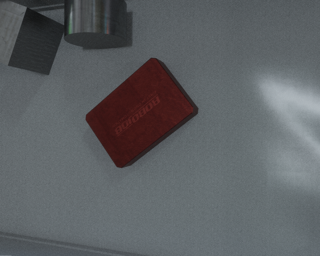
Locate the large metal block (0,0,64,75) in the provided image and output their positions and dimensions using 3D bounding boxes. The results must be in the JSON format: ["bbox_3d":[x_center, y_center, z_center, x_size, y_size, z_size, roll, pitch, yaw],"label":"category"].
[{"bbox_3d":[-0.194,-0.129,0.448,0.050,0.080,0.080,25,98,18],"label":"large metal block"}]

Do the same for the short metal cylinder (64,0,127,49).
[{"bbox_3d":[-0.085,-0.140,0.410,0.080,0.080,0.050,1,91,19],"label":"short metal cylinder"}]

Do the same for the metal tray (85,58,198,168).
[{"bbox_3d":[-0.026,-0.018,0.416,0.130,0.030,0.090,-38,78,15],"label":"metal tray"}]
